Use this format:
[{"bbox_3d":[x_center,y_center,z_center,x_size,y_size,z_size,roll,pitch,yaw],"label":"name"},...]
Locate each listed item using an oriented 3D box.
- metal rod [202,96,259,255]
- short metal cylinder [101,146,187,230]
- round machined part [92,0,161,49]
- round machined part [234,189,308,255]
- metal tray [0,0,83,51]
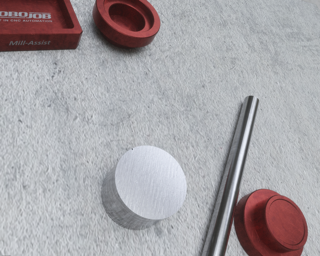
[{"bbox_3d":[0.101,0.062,0.422,0.025,0.025,0.301,32,51,-8],"label":"metal rod"},{"bbox_3d":[-0.018,0.066,0.339,0.081,0.050,0.080,14,56,-21],"label":"short metal cylinder"},{"bbox_3d":[-0.052,-0.158,0.462,0.099,0.042,0.098,14,56,-21],"label":"round machined part"},{"bbox_3d":[0.149,0.125,0.399,0.099,0.042,0.098,14,56,-21],"label":"round machined part"},{"bbox_3d":[-0.176,-0.143,0.393,0.131,0.030,0.090,-12,68,-33],"label":"metal tray"}]
